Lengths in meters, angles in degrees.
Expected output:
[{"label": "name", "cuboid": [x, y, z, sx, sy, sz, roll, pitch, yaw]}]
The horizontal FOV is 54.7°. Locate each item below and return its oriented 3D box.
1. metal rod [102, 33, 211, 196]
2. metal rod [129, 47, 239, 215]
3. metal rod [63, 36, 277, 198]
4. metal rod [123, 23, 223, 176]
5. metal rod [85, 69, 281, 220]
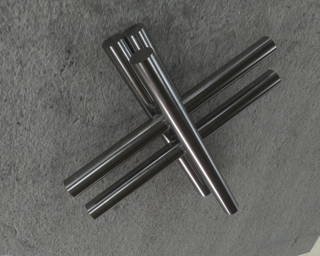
[{"label": "metal rod", "cuboid": [0.012, 0.006, 0.420, 0.025, 0.025, 0.299, -36, 130, -4]}, {"label": "metal rod", "cuboid": [0.046, 0.028, 0.387, 0.025, 0.025, 0.299, -37, 130, -4]}, {"label": "metal rod", "cuboid": [0.016, -0.016, 0.376, 0.301, 0.025, 0.025, -36, 130, -5]}, {"label": "metal rod", "cuboid": [0.034, -0.007, 0.424, 0.025, 0.025, 0.299, -36, 130, -4]}, {"label": "metal rod", "cuboid": [0.033, 0.019, 0.408, 0.301, 0.025, 0.025, -36, 130, -5]}]
